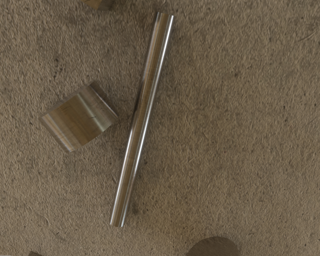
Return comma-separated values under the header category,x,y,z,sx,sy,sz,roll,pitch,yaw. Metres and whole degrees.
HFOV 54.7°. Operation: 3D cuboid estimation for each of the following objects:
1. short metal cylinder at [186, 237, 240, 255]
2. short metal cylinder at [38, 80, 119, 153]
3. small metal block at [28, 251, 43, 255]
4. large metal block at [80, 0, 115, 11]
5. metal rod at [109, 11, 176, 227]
category,x,y,z,sx,sy,sz,roll,pitch,yaw
short metal cylinder,0.083,0.209,0.459,0.080,0.080,0.050,-20,109,7
short metal cylinder,-0.097,-0.015,0.374,0.080,0.080,0.050,-31,107,10
small metal block,-0.207,0.230,0.479,0.025,0.050,0.050,28,108,-10
large metal block,-0.082,-0.165,0.319,0.080,0.080,0.050,29,107,-11
metal rod,-0.028,0.003,0.410,0.025,0.025,0.298,13,110,-5
